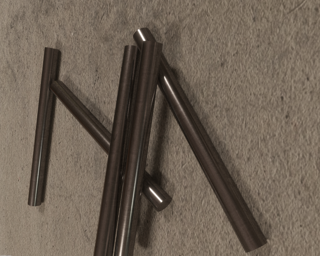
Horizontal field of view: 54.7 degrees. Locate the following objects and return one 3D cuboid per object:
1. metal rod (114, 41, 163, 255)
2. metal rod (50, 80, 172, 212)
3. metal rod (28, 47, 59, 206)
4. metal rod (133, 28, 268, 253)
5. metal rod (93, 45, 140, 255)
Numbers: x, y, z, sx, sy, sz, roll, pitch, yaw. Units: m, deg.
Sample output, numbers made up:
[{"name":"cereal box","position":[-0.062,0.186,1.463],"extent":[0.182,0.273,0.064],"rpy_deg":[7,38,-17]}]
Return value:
[{"name":"metal rod","position":[-0.030,0.043,0.393],"extent":[0.025,0.025,0.298],"rpy_deg":[14,99,39]},{"name":"metal rod","position":[-0.089,0.012,0.475],"extent":[0.300,0.025,0.025],"rpy_deg":[42,115,31]},{"name":"metal rod","position":[-0.220,0.001,0.582],"extent":[0.025,0.025,0.298],"rpy_deg":[15,100,38]},{"name":"metal rod","position":[0.037,-0.002,0.372],"extent":[0.025,0.025,0.299],"rpy_deg":[-40,66,32]},{"name":"metal rod","position":[-0.057,0.036,0.419],"extent":[0.025,0.025,0.298],"rpy_deg":[3,82,39]}]
